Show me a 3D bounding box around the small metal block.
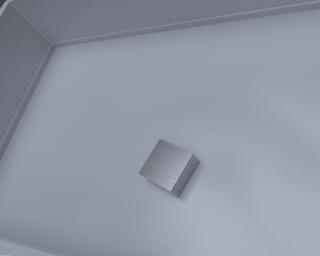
[{"bbox_3d":[0.011,0.047,0.370,0.050,0.025,0.050,23,74,36],"label":"small metal block"}]
